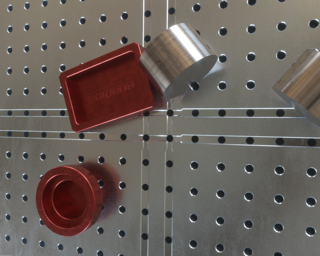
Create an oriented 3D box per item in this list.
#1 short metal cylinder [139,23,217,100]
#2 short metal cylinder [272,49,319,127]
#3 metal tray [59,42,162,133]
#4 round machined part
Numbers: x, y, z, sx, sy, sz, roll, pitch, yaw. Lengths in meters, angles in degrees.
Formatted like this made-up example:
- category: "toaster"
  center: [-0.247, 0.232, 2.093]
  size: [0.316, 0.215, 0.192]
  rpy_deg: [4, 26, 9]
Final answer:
- category: "short metal cylinder"
  center: [0.022, -0.079, 0.376]
  size: [0.080, 0.080, 0.050]
  rpy_deg: [-39, 78, 16]
- category: "short metal cylinder"
  center: [0.167, -0.037, 0.324]
  size: [0.080, 0.080, 0.050]
  rpy_deg: [43, 104, 15]
- category: "metal tray"
  center: [-0.071, -0.053, 0.434]
  size: [0.130, 0.030, 0.090]
  rpy_deg: [-17, 84, 19]
- category: "round machined part"
  center: [-0.125, 0.101, 0.448]
  size: [0.098, 0.042, 0.097]
  rpy_deg: [0, 90, 20]
